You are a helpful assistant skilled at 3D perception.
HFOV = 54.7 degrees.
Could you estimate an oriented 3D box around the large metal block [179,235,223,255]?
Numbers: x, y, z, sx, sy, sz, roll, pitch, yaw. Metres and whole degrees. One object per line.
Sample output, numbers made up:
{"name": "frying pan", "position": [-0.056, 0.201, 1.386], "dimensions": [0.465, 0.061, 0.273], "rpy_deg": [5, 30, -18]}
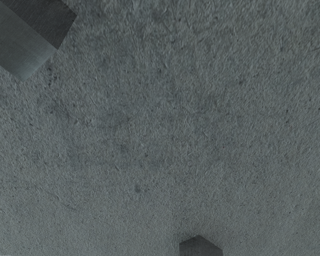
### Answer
{"name": "large metal block", "position": [0.084, 0.268, 0.600], "dimensions": [0.050, 0.080, 0.080], "rpy_deg": [-34, 123, 25]}

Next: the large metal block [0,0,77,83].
{"name": "large metal block", "position": [-0.132, -0.102, 0.282], "dimensions": [0.050, 0.080, 0.080], "rpy_deg": [-33, 123, 25]}
